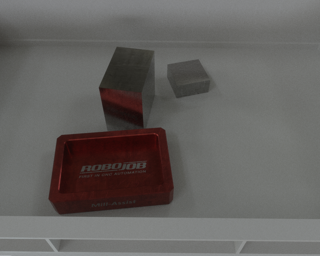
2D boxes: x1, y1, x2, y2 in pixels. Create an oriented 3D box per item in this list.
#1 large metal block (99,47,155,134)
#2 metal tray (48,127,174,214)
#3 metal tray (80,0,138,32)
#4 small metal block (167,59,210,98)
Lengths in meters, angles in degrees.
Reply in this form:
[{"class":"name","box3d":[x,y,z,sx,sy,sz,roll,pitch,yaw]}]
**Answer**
[{"class":"large metal block","box3d":[-0.039,-0.048,0.409,0.050,0.080,0.080,8,51,6]},{"class":"metal tray","box3d":[-0.054,0.047,0.361,0.131,0.030,0.090,-4,50,-4]},{"class":"metal tray","box3d":[-0.094,-0.238,0.603,0.091,0.030,0.130,3,50,2]},{"class":"small metal block","box3d":[0.042,-0.075,0.469,0.050,0.025,0.050,-12,51,-10]}]
